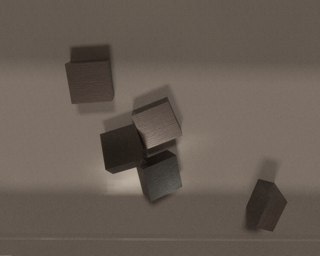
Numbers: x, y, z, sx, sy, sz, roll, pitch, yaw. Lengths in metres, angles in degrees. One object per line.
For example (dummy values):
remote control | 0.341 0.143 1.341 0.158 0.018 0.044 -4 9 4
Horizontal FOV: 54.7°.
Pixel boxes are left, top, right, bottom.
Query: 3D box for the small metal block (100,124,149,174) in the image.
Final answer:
small metal block | -0.047 0.027 0.405 0.050 0.025 0.050 -17 66 8

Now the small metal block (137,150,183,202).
small metal block | -0.001 0.064 0.424 0.050 0.025 0.050 -21 113 -23

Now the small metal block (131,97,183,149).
small metal block | -0.004 -0.007 0.409 0.050 0.025 0.050 -22 109 7

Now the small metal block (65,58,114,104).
small metal block | -0.087 -0.059 0.388 0.050 0.025 0.050 -4 110 1

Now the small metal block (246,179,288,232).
small metal block | 0.150 0.109 0.440 0.025 0.050 0.050 15 109 -6
